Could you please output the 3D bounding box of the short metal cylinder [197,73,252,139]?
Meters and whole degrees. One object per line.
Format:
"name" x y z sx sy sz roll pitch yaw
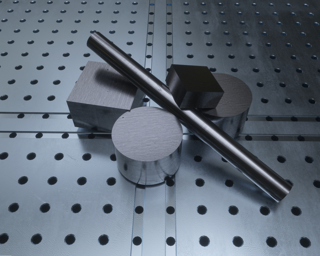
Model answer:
"short metal cylinder" 0.076 -0.028 0.411 0.081 0.050 0.080 0 50 0

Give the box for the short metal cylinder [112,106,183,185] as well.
"short metal cylinder" -0.014 0.020 0.369 0.081 0.050 0.080 0 50 0

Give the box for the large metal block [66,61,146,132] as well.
"large metal block" -0.068 -0.042 0.419 0.080 0.050 0.080 9 51 7

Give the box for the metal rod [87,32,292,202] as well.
"metal rod" 0.026 -0.021 0.375 0.300 0.025 0.025 40 60 12

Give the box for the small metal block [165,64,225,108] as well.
"small metal block" 0.041 -0.050 0.371 0.050 0.025 0.050 -2 47 -25
